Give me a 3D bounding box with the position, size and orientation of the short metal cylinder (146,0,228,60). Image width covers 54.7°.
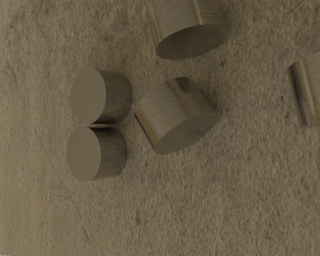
[{"bbox_3d":[0.029,-0.116,0.343,0.080,0.081,0.050,-20,77,38],"label":"short metal cylinder"}]

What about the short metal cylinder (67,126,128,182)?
[{"bbox_3d":[-0.095,0.037,0.464,0.080,0.050,0.079,0,90,39],"label":"short metal cylinder"}]

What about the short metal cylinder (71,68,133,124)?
[{"bbox_3d":[-0.087,-0.045,0.458,0.080,0.050,0.079,0,90,39],"label":"short metal cylinder"}]

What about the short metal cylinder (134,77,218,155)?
[{"bbox_3d":[0.018,-0.012,0.353,0.080,0.081,0.050,-45,64,31],"label":"short metal cylinder"}]

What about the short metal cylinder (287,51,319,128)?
[{"bbox_3d":[0.149,-0.032,0.246,0.080,0.081,0.050,-16,80,38],"label":"short metal cylinder"}]
